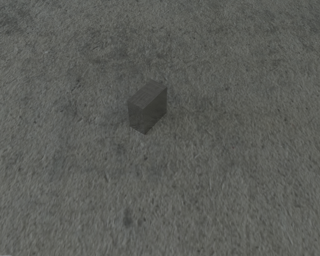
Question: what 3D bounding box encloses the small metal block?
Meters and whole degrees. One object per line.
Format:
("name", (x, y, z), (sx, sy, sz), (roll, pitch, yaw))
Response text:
("small metal block", (-0.016, -0.028, 0.410), (0.025, 0.050, 0.050), (29, 56, 22))
